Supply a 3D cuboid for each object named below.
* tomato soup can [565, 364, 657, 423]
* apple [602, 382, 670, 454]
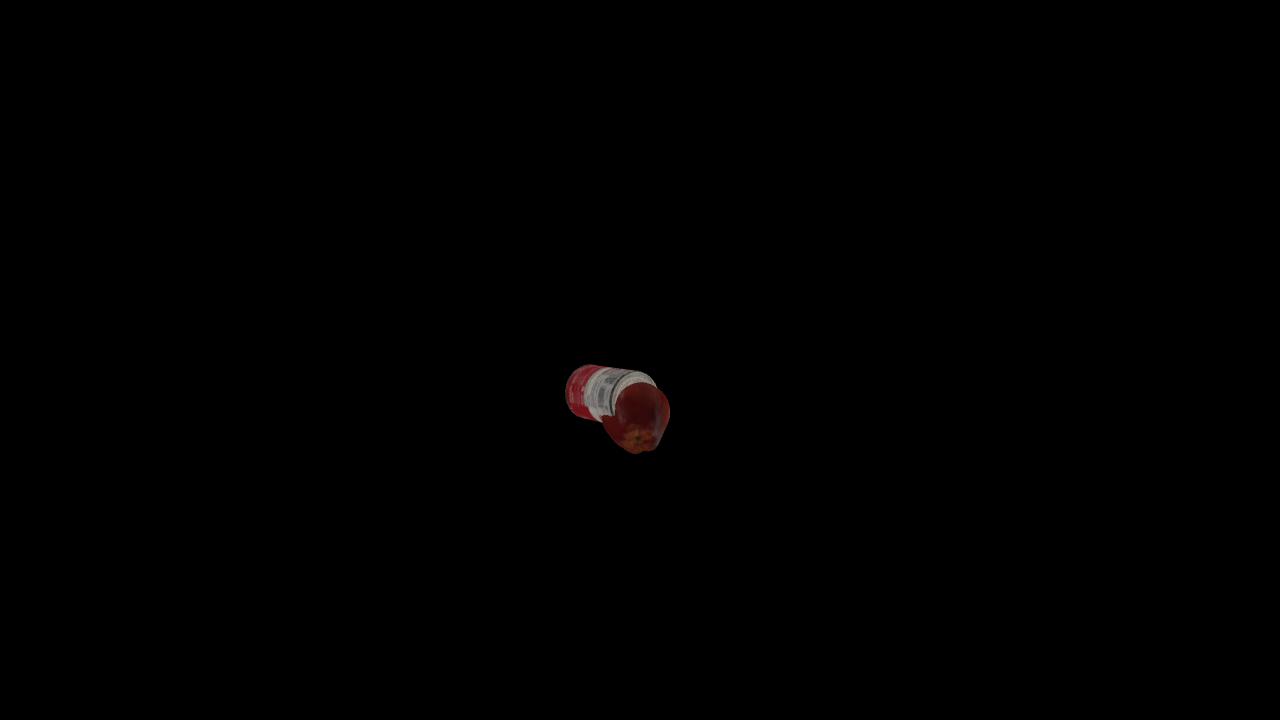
[{"bbox_3d":[-0.033,0.041,0.716,0.068,0.068,0.101,0,3,-36],"label":"tomato soup can"},{"bbox_3d":[-0.005,0.060,0.692,0.079,0.079,0.093,0,35,1],"label":"apple"}]
